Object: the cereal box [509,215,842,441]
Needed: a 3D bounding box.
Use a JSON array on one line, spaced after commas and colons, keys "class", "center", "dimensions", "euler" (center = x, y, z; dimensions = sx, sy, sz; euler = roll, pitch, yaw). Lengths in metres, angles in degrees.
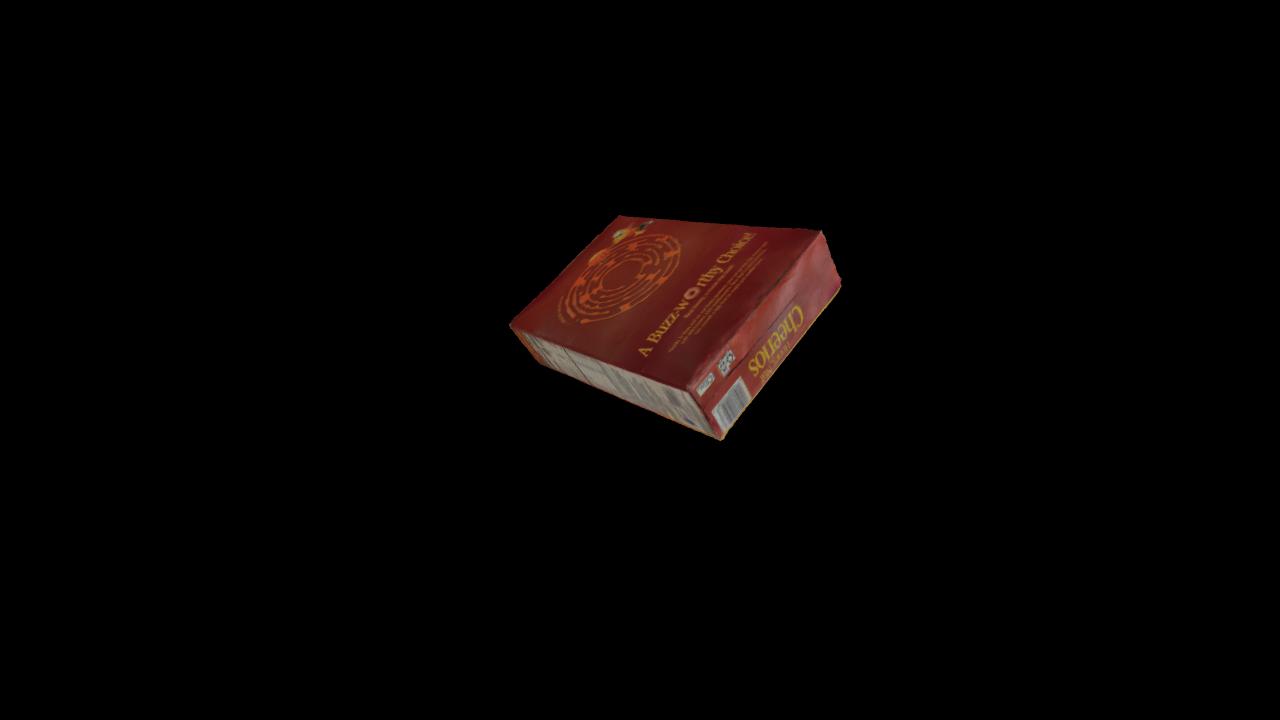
[{"class": "cereal box", "center": [0.020, -0.055, 0.641], "dimensions": [0.306, 0.203, 0.081], "euler": [18, -30, 48]}]
